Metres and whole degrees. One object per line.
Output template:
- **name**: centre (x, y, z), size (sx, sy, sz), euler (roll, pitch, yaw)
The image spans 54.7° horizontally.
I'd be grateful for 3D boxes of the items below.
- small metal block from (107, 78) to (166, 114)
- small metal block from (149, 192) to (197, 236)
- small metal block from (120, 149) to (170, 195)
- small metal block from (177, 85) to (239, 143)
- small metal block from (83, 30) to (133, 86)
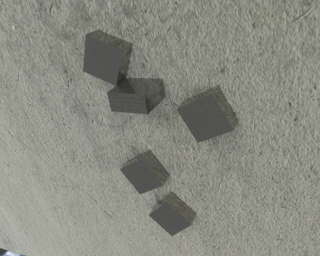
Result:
- **small metal block**: centre (-0.028, -0.041, 0.380), size (0.050, 0.050, 0.025), euler (6, 121, 25)
- **small metal block**: centre (0.019, 0.134, 0.480), size (0.050, 0.025, 0.050), euler (43, 129, -2)
- **small metal block**: centre (-0.022, 0.066, 0.459), size (0.050, 0.025, 0.050), euler (-29, 103, 37)
- **small metal block**: centre (0.057, -0.016, 0.367), size (0.050, 0.025, 0.050), euler (-23, 106, 36)
- **small metal block**: centre (-0.066, -0.088, 0.387), size (0.050, 0.025, 0.050), euler (25, 127, 12)
